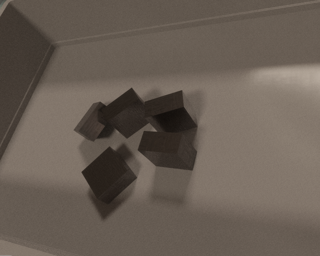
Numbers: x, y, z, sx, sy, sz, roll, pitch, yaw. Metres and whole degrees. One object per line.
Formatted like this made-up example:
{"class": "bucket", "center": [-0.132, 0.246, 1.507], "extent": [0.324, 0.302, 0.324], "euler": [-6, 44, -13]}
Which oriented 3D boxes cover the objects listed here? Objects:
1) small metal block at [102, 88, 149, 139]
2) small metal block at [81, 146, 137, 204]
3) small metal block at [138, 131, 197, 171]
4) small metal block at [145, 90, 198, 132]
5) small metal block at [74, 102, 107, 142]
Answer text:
{"class": "small metal block", "center": [-0.042, -0.019, 0.422], "extent": [0.050, 0.050, 0.025], "euler": [-36, 52, 4]}
{"class": "small metal block", "center": [-0.066, 0.061, 0.402], "extent": [0.050, 0.025, 0.050], "euler": [-43, 51, -2]}
{"class": "small metal block", "center": [0.010, 0.027, 0.367], "extent": [0.050, 0.050, 0.025], "euler": [3, 63, 29]}
{"class": "small metal block", "center": [0.015, -0.017, 0.391], "extent": [0.050, 0.050, 0.025], "euler": [-16, 56, 19]}
{"class": "small metal block", "center": [-0.096, -0.009, 0.445], "extent": [0.050, 0.025, 0.050], "euler": [-56, 20, -12]}
